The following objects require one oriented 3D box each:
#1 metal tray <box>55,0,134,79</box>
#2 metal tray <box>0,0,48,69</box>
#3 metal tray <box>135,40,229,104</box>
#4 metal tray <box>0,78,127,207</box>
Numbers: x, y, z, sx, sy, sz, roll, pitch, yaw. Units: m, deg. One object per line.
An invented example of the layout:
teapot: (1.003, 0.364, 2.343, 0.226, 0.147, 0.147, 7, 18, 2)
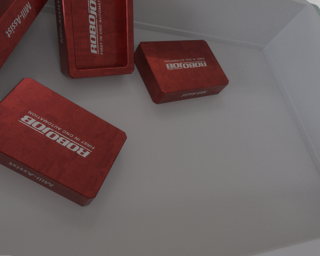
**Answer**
metal tray: (-0.080, -0.131, 0.387, 0.091, 0.030, 0.129, -12, 112, -33)
metal tray: (-0.186, -0.116, 0.331, 0.090, 0.030, 0.130, 7, 60, 19)
metal tray: (0.034, -0.090, 0.475, 0.131, 0.030, 0.090, -13, 68, -33)
metal tray: (-0.112, 0.014, 0.333, 0.130, 0.030, 0.090, 31, 52, -9)
